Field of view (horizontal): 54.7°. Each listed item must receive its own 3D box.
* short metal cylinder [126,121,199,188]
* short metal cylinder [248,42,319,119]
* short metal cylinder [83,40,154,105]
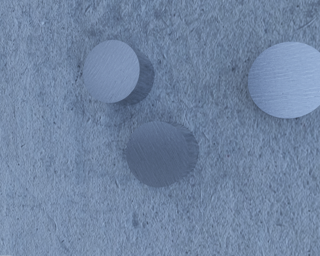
[{"bbox_3d":[0.004,0.031,0.394,0.080,0.050,0.080,0,90,20],"label":"short metal cylinder"},{"bbox_3d":[0.142,-0.050,0.346,0.080,0.050,0.080,0,90,20],"label":"short metal cylinder"},{"bbox_3d":[-0.054,-0.072,0.415,0.080,0.050,0.080,0,90,20],"label":"short metal cylinder"}]
